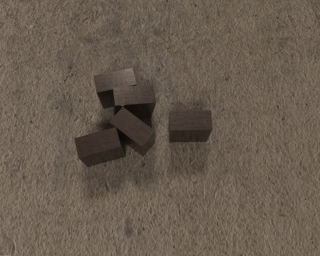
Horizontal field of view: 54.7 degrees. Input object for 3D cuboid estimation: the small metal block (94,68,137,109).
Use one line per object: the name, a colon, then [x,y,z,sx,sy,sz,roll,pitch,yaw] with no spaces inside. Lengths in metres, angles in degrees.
small metal block: [-0.057,-0.052,0.413,0.050,0.050,0.025,-12,70,-5]

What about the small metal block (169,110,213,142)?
small metal block: [0.037,-0.001,0.396,0.050,0.050,0.025,-1,70,-1]

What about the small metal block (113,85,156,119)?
small metal block: [-0.035,-0.032,0.403,0.050,0.050,0.025,-5,70,-11]

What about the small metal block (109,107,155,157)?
small metal block: [-0.034,0.006,0.392,0.050,0.050,0.025,37,74,11]

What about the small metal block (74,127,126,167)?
small metal block: [-0.073,0.025,0.385,0.050,0.050,0.025,-16,72,-6]
